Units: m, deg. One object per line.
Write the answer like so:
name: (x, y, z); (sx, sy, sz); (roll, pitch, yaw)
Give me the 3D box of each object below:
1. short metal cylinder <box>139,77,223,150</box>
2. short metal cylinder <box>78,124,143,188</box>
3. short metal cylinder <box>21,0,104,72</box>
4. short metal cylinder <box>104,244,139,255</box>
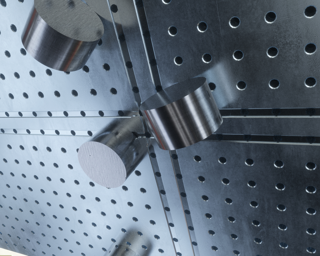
short metal cylinder: (0.024, -0.018, 0.351); (0.080, 0.080, 0.050); (-14, 111, 33)
short metal cylinder: (-0.072, 0.041, 0.457); (0.080, 0.050, 0.079); (13, 124, 20)
short metal cylinder: (-0.114, -0.113, 0.364); (0.080, 0.080, 0.050); (43, 129, -2)
short metal cylinder: (-0.080, 0.275, 0.605); (0.080, 0.050, 0.079); (13, 124, 20)
